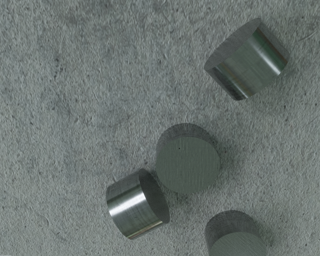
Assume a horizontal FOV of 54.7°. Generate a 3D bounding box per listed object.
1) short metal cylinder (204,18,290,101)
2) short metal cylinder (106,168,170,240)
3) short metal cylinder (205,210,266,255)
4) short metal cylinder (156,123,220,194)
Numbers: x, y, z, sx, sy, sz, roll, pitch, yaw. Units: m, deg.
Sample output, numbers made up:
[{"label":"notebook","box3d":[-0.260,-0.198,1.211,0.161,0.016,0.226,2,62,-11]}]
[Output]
[{"label":"short metal cylinder","box3d":[0.097,-0.077,0.353,0.080,0.080,0.050,-43,105,14]},{"label":"short metal cylinder","box3d":[-0.028,0.102,0.418,0.050,0.080,0.080,-29,108,10]},{"label":"short metal cylinder","box3d":[0.110,0.171,0.460,0.081,0.050,0.079,0,110,0]},{"label":"short metal cylinder","box3d":[0.035,0.039,0.411,0.081,0.050,0.079,0,110,0]}]
